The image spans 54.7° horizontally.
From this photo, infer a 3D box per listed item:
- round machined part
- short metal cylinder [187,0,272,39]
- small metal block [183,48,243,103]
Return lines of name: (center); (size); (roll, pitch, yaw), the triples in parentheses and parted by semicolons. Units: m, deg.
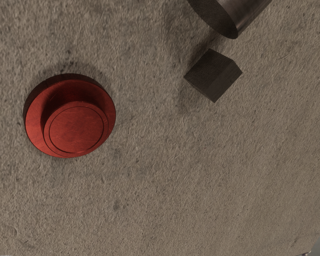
round machined part: (-0.095, -0.007, 0.340); (0.099, 0.042, 0.097); (-14, 125, -21)
short metal cylinder: (0.069, -0.140, 0.324); (0.050, 0.080, 0.080); (-47, 130, 4)
small metal block: (0.065, -0.066, 0.387); (0.050, 0.050, 0.025); (-48, 129, 5)
